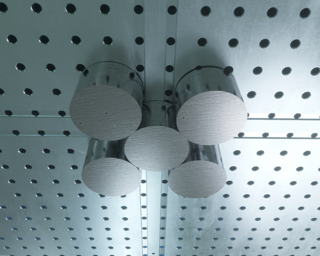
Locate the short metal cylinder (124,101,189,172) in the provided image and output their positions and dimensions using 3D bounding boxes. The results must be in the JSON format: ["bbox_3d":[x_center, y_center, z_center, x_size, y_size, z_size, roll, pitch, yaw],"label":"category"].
[{"bbox_3d":[-0.004,0.012,0.404,0.081,0.050,0.079,0,130,0],"label":"short metal cylinder"}]

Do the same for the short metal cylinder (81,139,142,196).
[{"bbox_3d":[-0.065,0.052,0.437,0.081,0.050,0.079,0,130,0],"label":"short metal cylinder"}]

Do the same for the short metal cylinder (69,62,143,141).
[{"bbox_3d":[-0.061,-0.031,0.367,0.081,0.050,0.079,0,130,0],"label":"short metal cylinder"}]

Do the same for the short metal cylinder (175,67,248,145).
[{"bbox_3d":[0.059,-0.025,0.372,0.081,0.050,0.079,0,130,0],"label":"short metal cylinder"}]

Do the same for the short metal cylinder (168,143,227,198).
[{"bbox_3d":[0.051,0.056,0.443,0.081,0.050,0.079,0,130,0],"label":"short metal cylinder"}]
